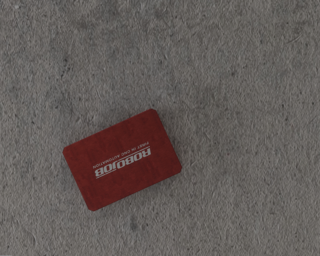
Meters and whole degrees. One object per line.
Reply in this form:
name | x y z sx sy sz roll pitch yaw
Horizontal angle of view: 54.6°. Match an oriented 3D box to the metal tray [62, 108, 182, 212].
metal tray | -0.048 0.040 0.407 0.130 0.030 0.090 -24 90 0
